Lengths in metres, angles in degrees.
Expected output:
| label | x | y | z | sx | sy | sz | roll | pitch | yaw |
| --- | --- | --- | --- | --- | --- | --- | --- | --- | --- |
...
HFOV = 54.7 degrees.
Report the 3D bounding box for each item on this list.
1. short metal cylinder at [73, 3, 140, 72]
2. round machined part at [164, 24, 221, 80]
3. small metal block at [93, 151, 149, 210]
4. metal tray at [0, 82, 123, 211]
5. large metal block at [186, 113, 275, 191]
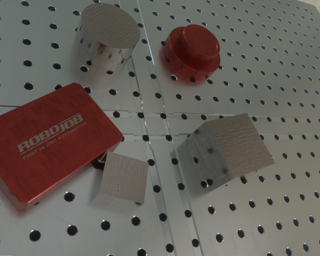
| label | x | y | z | sx | sy | sz | roll | pitch | yaw |
| --- | --- | --- | --- | --- | --- | --- | --- | --- | --- |
| short metal cylinder | -0.074 | -0.125 | 0.429 | 0.081 | 0.050 | 0.080 | 14 | 56 | -21 |
| round machined part | 0.059 | -0.131 | 0.511 | 0.099 | 0.042 | 0.098 | 14 | 56 | -21 |
| small metal block | -0.043 | 0.060 | 0.350 | 0.050 | 0.025 | 0.050 | 18 | 54 | -18 |
| metal tray | -0.117 | 0.014 | 0.334 | 0.090 | 0.030 | 0.131 | 49 | 51 | 6 |
| large metal block | 0.096 | 0.031 | 0.427 | 0.081 | 0.050 | 0.080 | -12 | 68 | -33 |
